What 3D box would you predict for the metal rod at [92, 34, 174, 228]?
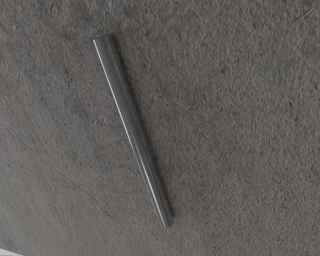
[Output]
[{"bbox_3d":[-0.030,0.020,0.435,0.025,0.025,0.299,-3,117,30],"label":"metal rod"}]
